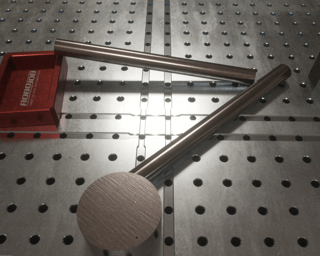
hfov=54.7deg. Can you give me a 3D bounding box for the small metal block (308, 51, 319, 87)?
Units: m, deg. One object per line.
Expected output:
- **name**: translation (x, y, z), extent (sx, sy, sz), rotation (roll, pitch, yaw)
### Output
- **small metal block**: translation (0.265, -0.093, 0.473), extent (0.050, 0.050, 0.025), rotation (-8, 51, -7)

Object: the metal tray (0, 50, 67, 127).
- **metal tray**: translation (-0.190, -0.061, 0.453), extent (0.091, 0.030, 0.130), rotation (-4, 50, -4)

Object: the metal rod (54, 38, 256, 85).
- **metal rod**: translation (-0.006, -0.100, 0.471), extent (0.302, 0.025, 0.025), rotation (9, 50, -1)

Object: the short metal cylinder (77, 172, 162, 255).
- **short metal cylinder**: translation (-0.039, 0.092, 0.314), extent (0.081, 0.050, 0.080), rotation (0, 50, 0)

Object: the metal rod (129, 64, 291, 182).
- **metal rod**: translation (0.081, -0.013, 0.419), extent (0.302, 0.025, 0.025), rotation (-34, 58, -26)
